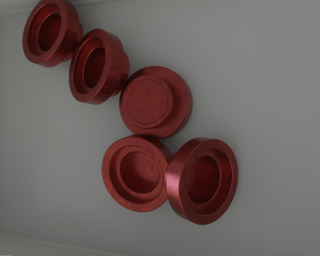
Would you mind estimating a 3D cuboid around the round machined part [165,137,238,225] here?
[{"bbox_3d":[0.045,0.059,0.364,0.042,0.099,0.097,6,93,51],"label":"round machined part"}]

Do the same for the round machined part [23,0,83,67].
[{"bbox_3d":[-0.149,-0.134,0.445,0.098,0.042,0.098,-7,78,33],"label":"round machined part"}]

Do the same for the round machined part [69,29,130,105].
[{"bbox_3d":[-0.078,-0.078,0.416,0.098,0.042,0.098,-11,75,43],"label":"round machined part"}]

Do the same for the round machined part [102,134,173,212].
[{"bbox_3d":[-0.023,0.055,0.404,0.098,0.042,0.097,4,101,22],"label":"round machined part"}]

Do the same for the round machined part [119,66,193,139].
[{"bbox_3d":[-0.010,-0.033,0.405,0.098,0.042,0.097,0,90,20],"label":"round machined part"}]
